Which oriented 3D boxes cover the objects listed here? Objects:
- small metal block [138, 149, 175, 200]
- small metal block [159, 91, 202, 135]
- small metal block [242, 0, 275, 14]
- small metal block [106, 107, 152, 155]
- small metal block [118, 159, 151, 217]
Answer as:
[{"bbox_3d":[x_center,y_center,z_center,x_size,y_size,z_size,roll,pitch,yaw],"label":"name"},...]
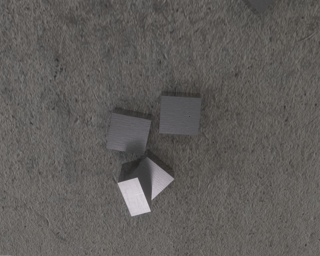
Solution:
[{"bbox_3d":[-0.016,0.067,0.434,0.050,0.025,0.050,41,105,-14],"label":"small metal block"},{"bbox_3d":[0.025,-0.019,0.403,0.050,0.025,0.050,3,110,-2],"label":"small metal block"},{"bbox_3d":[0.113,-0.166,0.349,0.050,0.025,0.050,42,105,-14],"label":"small metal block"},{"bbox_3d":[-0.041,0.004,0.411,0.050,0.025,0.050,11,110,-4],"label":"small metal block"},{"bbox_3d":[-0.031,0.075,0.397,0.025,0.050,0.050,-17,110,6],"label":"small metal block"}]
